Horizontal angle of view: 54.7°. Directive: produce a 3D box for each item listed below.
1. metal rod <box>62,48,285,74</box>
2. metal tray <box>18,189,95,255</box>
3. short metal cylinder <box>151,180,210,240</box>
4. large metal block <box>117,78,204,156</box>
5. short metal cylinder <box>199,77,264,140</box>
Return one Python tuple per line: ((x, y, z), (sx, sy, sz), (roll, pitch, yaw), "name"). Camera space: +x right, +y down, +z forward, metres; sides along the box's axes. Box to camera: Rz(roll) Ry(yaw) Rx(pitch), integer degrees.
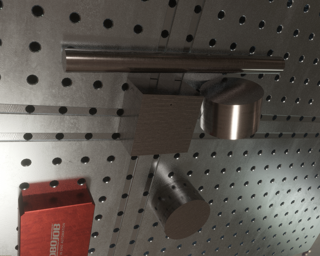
((0.037, -0.080, 0.383), (0.303, 0.025, 0.025), (-5, 121, -27), "metal rod")
((-0.143, 0.148, 0.422), (0.091, 0.030, 0.129), (-2, 119, -28), "metal tray")
((0.033, 0.130, 0.496), (0.081, 0.050, 0.079), (-14, 125, -21), "short metal cylinder")
((-0.002, -0.014, 0.387), (0.081, 0.050, 0.079), (-1, 119, -28), "large metal block")
((0.093, -0.028, 0.411), (0.081, 0.080, 0.050), (-17, 125, -19), "short metal cylinder")
